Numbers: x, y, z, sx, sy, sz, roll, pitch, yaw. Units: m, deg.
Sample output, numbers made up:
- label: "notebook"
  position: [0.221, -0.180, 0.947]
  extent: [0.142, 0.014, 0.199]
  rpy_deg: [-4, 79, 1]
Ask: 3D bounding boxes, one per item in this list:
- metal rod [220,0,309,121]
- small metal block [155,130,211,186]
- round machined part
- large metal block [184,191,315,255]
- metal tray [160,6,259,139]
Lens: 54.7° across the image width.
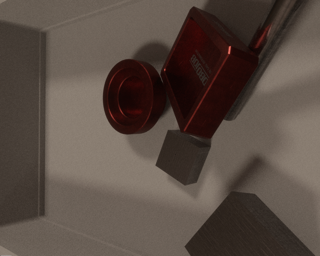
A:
- label: "metal rod"
  position: [0.104, -0.108, 0.232]
  extent: [0.025, 0.025, 0.298]
  rpy_deg: [54, 149, 26]
- label: "small metal block"
  position: [0.028, 0.035, 0.382]
  extent: [0.050, 0.025, 0.050]
  rpy_deg: [30, 108, 35]
- label: "round machined part"
  position: [-0.030, -0.041, 0.416]
  extent: [0.098, 0.042, 0.097]
  rpy_deg: [2, 93, 42]
- label: "large metal block"
  position: [0.085, 0.121, 0.305]
  extent: [0.080, 0.050, 0.080]
  rpy_deg: [-55, 48, 16]
- label: "metal tray"
  position: [0.041, -0.062, 0.320]
  extent: [0.089, 0.030, 0.130]
  rpy_deg: [-62, 24, 29]
